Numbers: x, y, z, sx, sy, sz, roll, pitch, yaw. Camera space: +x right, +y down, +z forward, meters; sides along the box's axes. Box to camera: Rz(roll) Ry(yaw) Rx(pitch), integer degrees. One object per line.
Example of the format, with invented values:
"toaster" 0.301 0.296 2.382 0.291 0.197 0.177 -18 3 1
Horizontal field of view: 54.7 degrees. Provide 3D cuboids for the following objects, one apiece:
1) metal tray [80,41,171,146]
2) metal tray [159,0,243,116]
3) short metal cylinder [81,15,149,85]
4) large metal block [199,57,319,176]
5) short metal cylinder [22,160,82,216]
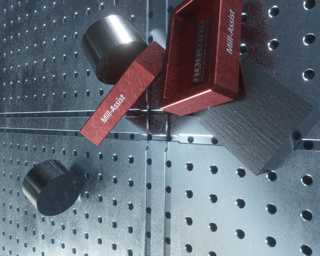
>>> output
"metal tray" -0.044 -0.044 0.400 0.030 0.090 0.129 40 123 -8
"metal tray" 0.042 -0.085 0.332 0.090 0.030 0.130 -16 62 54
"short metal cylinder" -0.059 -0.105 0.422 0.080 0.081 0.050 -45 63 31
"large metal block" 0.100 -0.012 0.310 0.080 0.050 0.080 46 118 30
"short metal cylinder" -0.181 0.100 0.523 0.050 0.081 0.079 30 109 36
